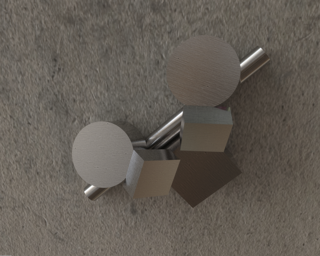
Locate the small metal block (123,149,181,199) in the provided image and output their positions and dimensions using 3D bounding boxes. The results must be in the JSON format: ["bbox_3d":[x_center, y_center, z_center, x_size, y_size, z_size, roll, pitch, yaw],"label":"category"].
[{"bbox_3d":[-0.010,0.053,0.364,0.050,0.025,0.050,3,114,-36],"label":"small metal block"}]

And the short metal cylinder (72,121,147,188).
[{"bbox_3d":[-0.062,0.031,0.393,0.080,0.050,0.079,0,92,15],"label":"short metal cylinder"}]

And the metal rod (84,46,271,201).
[{"bbox_3d":[0.014,0.002,0.411,0.300,0.025,0.025,-39,106,13],"label":"metal rod"}]

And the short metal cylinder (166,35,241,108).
[{"bbox_3d":[0.053,-0.062,0.360,0.080,0.050,0.079,0,92,15],"label":"short metal cylinder"}]

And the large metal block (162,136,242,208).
[{"bbox_3d":[0.047,0.045,0.413,0.080,0.050,0.080,-40,106,13],"label":"large metal block"}]

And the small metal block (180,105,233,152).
[{"bbox_3d":[0.050,0.002,0.346,0.050,0.025,0.050,2,141,-1],"label":"small metal block"}]
